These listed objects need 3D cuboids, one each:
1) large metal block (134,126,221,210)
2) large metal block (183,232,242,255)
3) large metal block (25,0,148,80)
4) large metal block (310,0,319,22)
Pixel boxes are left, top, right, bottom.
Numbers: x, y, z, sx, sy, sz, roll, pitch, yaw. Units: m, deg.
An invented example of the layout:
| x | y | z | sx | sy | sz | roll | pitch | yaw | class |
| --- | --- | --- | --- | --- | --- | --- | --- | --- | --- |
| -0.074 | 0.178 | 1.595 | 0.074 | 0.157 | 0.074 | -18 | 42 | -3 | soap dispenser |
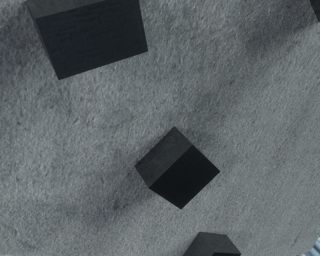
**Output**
| x | y | z | sx | sy | sz | roll | pitch | yaw | class |
| --- | --- | --- | --- | --- | --- | --- | --- | --- | --- |
| 0.026 | 0.058 | 0.443 | 0.080 | 0.050 | 0.080 | -45 | 130 | 3 | large metal block |
| 0.097 | 0.254 | 0.603 | 0.080 | 0.050 | 0.080 | 21 | 107 | -36 | large metal block |
| -0.067 | -0.092 | 0.278 | 0.081 | 0.080 | 0.050 | -22 | 127 | -16 | large metal block |
| 0.247 | -0.193 | 0.409 | 0.080 | 0.050 | 0.080 | -48 | 130 | 5 | large metal block |
